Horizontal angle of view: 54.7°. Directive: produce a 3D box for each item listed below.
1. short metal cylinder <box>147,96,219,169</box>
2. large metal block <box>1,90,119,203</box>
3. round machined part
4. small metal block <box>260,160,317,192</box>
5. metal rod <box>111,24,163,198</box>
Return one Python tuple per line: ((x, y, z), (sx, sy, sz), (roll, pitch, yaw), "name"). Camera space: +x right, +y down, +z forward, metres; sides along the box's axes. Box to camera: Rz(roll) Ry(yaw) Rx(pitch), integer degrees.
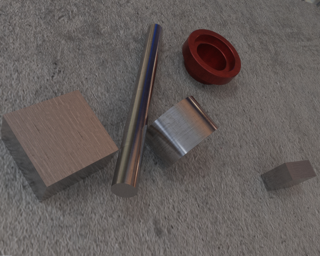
((0.025, 0.005, 0.380), (0.081, 0.080, 0.050), (-33, 81, -38), "short metal cylinder")
((-0.104, 0.017, 0.322), (0.081, 0.050, 0.080), (-28, 77, -37), "large metal block")
((0.079, -0.110, 0.505), (0.099, 0.042, 0.098), (14, 56, -21), "round machined part")
((0.185, 0.069, 0.448), (0.050, 0.050, 0.025), (-1, 63, -29), "small metal block")
((-0.021, -0.049, 0.393), (0.025, 0.025, 0.300), (22, 44, -15), "metal rod")
